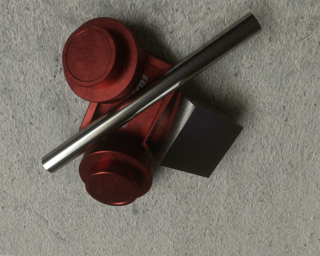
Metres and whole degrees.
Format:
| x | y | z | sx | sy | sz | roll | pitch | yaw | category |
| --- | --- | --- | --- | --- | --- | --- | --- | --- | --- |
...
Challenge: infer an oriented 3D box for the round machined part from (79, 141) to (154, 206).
| x | y | z | sx | sy | sz | roll | pitch | yaw | category |
| --- | --- | --- | --- | --- | --- | --- | --- | --- | --- |
| -0.059 | 0.066 | 0.407 | 0.099 | 0.042 | 0.097 | 4 | 131 | 5 | round machined part |

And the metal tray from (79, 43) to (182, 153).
| x | y | z | sx | sy | sz | roll | pitch | yaw | category |
| --- | --- | --- | --- | --- | --- | --- | --- | --- | --- |
| -0.037 | -0.034 | 0.395 | 0.090 | 0.030 | 0.129 | 23 | 108 | -9 | metal tray |

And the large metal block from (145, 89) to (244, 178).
| x | y | z | sx | sy | sz | roll | pitch | yaw | category |
| --- | --- | --- | --- | --- | --- | --- | --- | --- | --- |
| 0.041 | 0.009 | 0.386 | 0.080 | 0.050 | 0.080 | 19 | 110 | -33 | large metal block |

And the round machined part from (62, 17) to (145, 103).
| x | y | z | sx | sy | sz | roll | pitch | yaw | category |
| --- | --- | --- | --- | --- | --- | --- | --- | --- | --- |
| -0.070 | -0.078 | 0.351 | 0.098 | 0.042 | 0.097 | 0 | 89 | 20 | round machined part |

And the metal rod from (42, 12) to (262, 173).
| x | y | z | sx | sy | sz | roll | pitch | yaw | category |
| --- | --- | --- | --- | --- | --- | --- | --- | --- | --- |
| -0.019 | -0.035 | 0.367 | 0.300 | 0.025 | 0.025 | -33 | 107 | 11 | metal rod |
